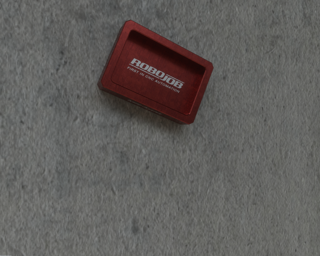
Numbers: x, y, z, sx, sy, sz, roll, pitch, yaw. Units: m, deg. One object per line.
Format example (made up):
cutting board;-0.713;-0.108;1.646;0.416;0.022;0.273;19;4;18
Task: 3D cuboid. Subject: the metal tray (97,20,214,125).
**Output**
metal tray;-0.004;-0.068;0.404;0.131;0.030;0.090;23;82;-19
